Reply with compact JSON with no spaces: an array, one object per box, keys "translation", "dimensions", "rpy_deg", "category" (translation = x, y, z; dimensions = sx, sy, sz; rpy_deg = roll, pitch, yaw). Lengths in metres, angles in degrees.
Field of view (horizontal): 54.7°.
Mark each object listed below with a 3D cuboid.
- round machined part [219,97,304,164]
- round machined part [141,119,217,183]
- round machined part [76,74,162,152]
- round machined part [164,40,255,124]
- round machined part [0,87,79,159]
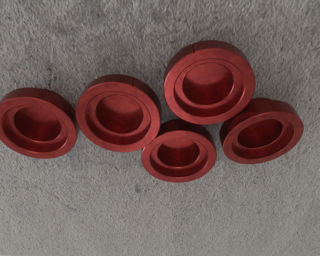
[{"translation":[0.123,0.000,0.391],"dimensions":[0.099,0.042,0.097],"rpy_deg":[-5,137,-4],"category":"round machined part"},{"translation":[0.025,0.027,0.419],"dimensions":[0.099,0.042,0.097],"rpy_deg":[0,131,0],"category":"round machined part"},{"translation":[-0.047,-0.021,0.373],"dimensions":[0.099,0.042,0.097],"rpy_deg":[2,126,3],"category":"round machined part"},{"translation":[0.053,-0.054,0.350],"dimensions":[0.099,0.042,0.097],"rpy_deg":[0,130,0],"category":"round machined part"},{"translation":[-0.149,-0.010,0.386],"dimensions":[0.099,0.042,0.097],"rpy_deg":[0,130,0],"category":"round machined part"}]
